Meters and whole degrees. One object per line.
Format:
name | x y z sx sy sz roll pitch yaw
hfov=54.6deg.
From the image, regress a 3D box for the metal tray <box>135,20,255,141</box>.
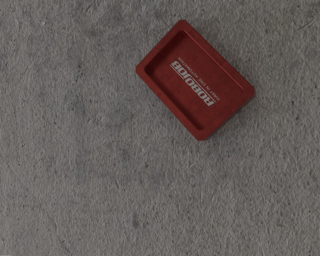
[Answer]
metal tray | 0.043 -0.059 0.391 0.090 0.030 0.130 -45 76 14
